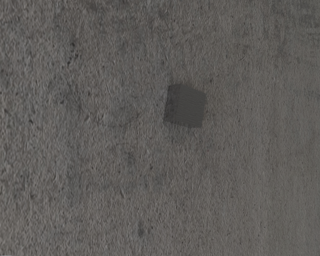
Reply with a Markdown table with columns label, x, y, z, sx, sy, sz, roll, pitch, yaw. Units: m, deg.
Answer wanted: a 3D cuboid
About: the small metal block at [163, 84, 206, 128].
| label | x | y | z | sx | sy | sz | roll | pitch | yaw |
| --- | --- | --- | --- | --- | --- | --- | --- | --- | --- |
| small metal block | 0.035 | -0.029 | 0.433 | 0.050 | 0.025 | 0.050 | 15 | 80 | -39 |
